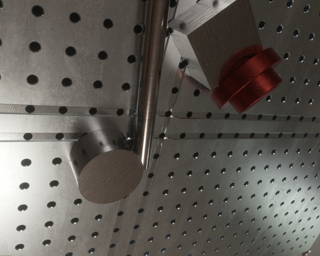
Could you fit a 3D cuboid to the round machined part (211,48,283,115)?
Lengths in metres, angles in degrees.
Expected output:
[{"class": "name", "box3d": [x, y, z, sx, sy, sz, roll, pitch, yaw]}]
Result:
[{"class": "round machined part", "box3d": [0.117, -0.054, 0.399, 0.098, 0.042, 0.098, -36, 171, -6]}]

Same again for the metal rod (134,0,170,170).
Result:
[{"class": "metal rod", "box3d": [-0.009, -0.079, 0.358, 0.025, 0.025, 0.298, -7, 122, -25]}]

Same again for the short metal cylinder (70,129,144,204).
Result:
[{"class": "short metal cylinder", "box3d": [-0.068, 0.048, 0.389, 0.081, 0.050, 0.079, -14, 125, -21]}]

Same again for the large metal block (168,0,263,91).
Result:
[{"class": "large metal block", "box3d": [0.067, -0.106, 0.368, 0.080, 0.050, 0.080, -37, 130, -4]}]
